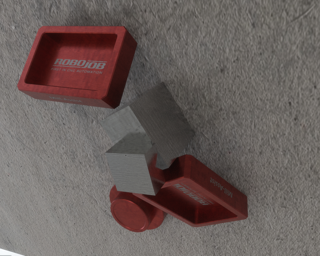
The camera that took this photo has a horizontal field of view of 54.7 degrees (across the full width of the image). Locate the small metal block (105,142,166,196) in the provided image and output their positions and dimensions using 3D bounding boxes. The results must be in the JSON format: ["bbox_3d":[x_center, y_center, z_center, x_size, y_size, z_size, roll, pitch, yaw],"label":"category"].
[{"bbox_3d":[-0.026,0.044,0.340,0.050,0.025,0.050,0,115,30],"label":"small metal block"}]

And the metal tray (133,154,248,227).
[{"bbox_3d":[0.041,0.087,0.399,0.090,0.030,0.130,-24,133,36],"label":"metal tray"}]

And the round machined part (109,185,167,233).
[{"bbox_3d":[-0.039,0.127,0.495,0.098,0.042,0.097,13,124,21],"label":"round machined part"}]

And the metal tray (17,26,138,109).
[{"bbox_3d":[-0.100,-0.076,0.373,0.130,0.090,0.030,8,165,23],"label":"metal tray"}]

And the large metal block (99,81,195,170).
[{"bbox_3d":[-0.012,0.001,0.375,0.050,0.080,0.080,-24,102,37],"label":"large metal block"}]
